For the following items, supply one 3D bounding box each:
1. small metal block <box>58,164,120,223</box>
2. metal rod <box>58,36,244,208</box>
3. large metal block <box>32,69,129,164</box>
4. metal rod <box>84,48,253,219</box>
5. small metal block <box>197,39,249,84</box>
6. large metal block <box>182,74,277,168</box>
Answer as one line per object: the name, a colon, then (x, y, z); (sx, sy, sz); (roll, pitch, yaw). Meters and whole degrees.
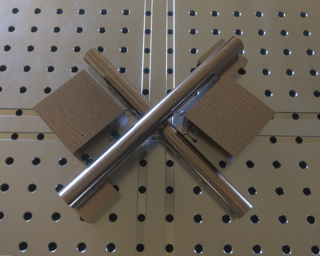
small metal block: (-0.086, 0.080, 0.382); (0.050, 0.025, 0.050); (43, 75, 14)
metal rod: (-0.001, -0.017, 0.391); (0.301, 0.025, 0.025); (-43, 76, -14)
large metal block: (-0.100, -0.014, 0.403); (0.080, 0.050, 0.080); (-41, 75, -14)
metal rod: (0.002, -0.002, 0.411); (0.025, 0.025, 0.300); (-41, 75, -13)
small metal block: (0.089, -0.092, 0.446); (0.050, 0.025, 0.050); (-42, 76, -14)
large metal block: (0.087, -0.009, 0.402); (0.080, 0.050, 0.080); (41, 75, 13)
